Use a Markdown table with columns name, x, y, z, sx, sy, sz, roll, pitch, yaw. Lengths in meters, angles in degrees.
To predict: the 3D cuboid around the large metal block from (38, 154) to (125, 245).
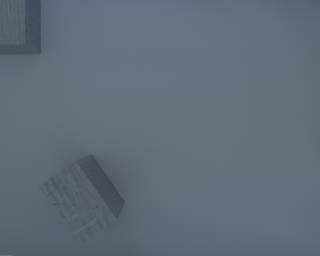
| name | x | y | z | sx | sy | sz | roll | pitch | yaw |
| --- | --- | --- | --- | --- | --- | --- | --- | --- | --- |
| large metal block | -0.091 | 0.083 | 0.383 | 0.050 | 0.080 | 0.080 | -35 | 90 | 0 |

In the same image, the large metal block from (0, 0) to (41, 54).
| name | x | y | z | sx | sy | sz | roll | pitch | yaw |
| --- | --- | --- | --- | --- | --- | --- | --- | --- | --- |
| large metal block | -0.203 | -0.140 | 0.397 | 0.081 | 0.050 | 0.080 | -1 | 90 | 0 |
